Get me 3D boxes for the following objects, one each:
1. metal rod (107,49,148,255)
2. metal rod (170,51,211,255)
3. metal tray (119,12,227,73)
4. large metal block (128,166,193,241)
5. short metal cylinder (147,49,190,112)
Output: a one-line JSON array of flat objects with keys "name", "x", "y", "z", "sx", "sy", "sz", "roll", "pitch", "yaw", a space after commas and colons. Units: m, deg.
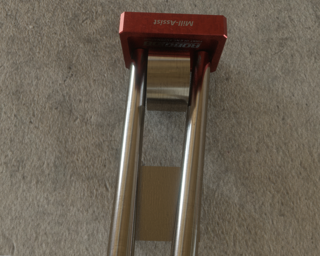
[{"name": "metal rod", "x": -0.033, "y": 0.019, "z": 0.353, "sx": 0.025, "sy": 0.025, "sz": 0.300, "roll": 2, "pitch": 55, "yaw": 0}, {"name": "metal rod", "x": 0.039, "y": 0.022, "z": 0.352, "sx": 0.025, "sy": 0.025, "sz": 0.300, "roll": 8, "pitch": 55, "yaw": 2}, {"name": "metal tray", "x": 0.016, "y": -0.112, "z": 0.416, "sx": 0.131, "sy": 0.090, "sz": 0.030, "roll": 2, "pitch": 70, "yaw": 0}, {"name": "large metal block", "x": 0.003, "y": 0.089, "z": 0.361, "sx": 0.081, "sy": 0.050, "sz": 0.080, "roll": 2, "pitch": 70, "yaw": 0}, {"name": "short metal cylinder", "x": 0.010, "y": -0.062, "z": 0.403, "sx": 0.050, "sy": 0.080, "sz": 0.080, "roll": 2, "pitch": 70, "yaw": 0}]
